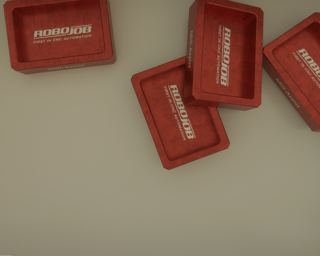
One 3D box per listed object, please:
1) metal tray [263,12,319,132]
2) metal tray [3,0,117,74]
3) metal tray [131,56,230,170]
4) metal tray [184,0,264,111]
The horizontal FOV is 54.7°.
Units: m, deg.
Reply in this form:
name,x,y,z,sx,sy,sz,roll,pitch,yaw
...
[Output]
name,x,y,z,sx,sy,sz,roll,pitch,yaw
metal tray,0.203,-0.071,0.400,0.090,0.030,0.130,-35,83,1
metal tray,-0.129,-0.124,0.407,0.131,0.030,0.089,-7,90,0
metal tray,0.026,-0.021,0.408,0.090,0.030,0.129,-20,90,0
metal tray,0.080,-0.091,0.387,0.091,0.030,0.129,6,82,-16
